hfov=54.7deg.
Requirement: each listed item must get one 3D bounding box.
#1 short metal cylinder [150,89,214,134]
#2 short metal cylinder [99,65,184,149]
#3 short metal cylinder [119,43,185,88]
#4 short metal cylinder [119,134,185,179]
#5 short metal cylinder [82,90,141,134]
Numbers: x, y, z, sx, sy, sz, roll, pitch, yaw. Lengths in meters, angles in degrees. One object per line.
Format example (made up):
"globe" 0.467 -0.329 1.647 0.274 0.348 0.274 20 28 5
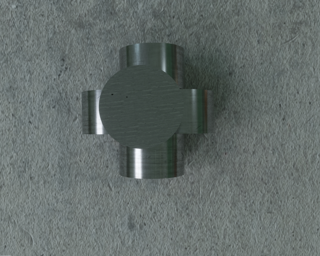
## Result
"short metal cylinder" 0.026 -0.019 0.384 0.081 0.080 0.050 0 90 -1
"short metal cylinder" -0.018 -0.020 0.318 0.081 0.050 0.079 0 90 -1
"short metal cylinder" -0.009 -0.070 0.383 0.081 0.080 0.050 -2 90 -1
"short metal cylinder" -0.010 0.031 0.383 0.081 0.080 0.050 0 90 -1
"short metal cylinder" -0.055 -0.018 0.383 0.081 0.080 0.050 -1 90 -1
